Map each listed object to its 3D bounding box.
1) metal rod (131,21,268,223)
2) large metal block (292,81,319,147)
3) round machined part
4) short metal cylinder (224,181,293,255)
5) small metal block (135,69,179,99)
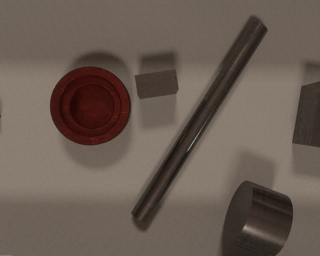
[{"bbox_3d":[0.052,-0.008,0.412,0.025,0.025,0.299,32,90,-1],"label":"metal rod"},{"bbox_3d":[0.228,-0.012,0.402,0.080,0.050,0.080,9,90,-1],"label":"large metal block"},{"bbox_3d":[-0.086,-0.027,0.402,0.099,0.042,0.097,0,90,-1],"label":"round machined part"},{"bbox_3d":[0.120,0.112,0.386,0.050,0.080,0.080,21,90,0],"label":"short metal cylinder"},{"bbox_3d":[-0.004,-0.055,0.399,0.050,0.050,0.025,-9,90,0],"label":"small metal block"}]
